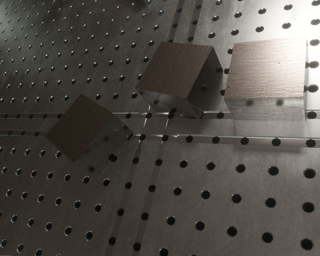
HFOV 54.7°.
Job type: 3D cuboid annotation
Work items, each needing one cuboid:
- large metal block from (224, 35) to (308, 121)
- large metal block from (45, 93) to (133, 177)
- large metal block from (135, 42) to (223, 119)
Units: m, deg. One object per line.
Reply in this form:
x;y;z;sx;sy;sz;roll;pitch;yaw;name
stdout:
0.126;-0.055;0.360;0.080;0.050;0.080;1;62;28;large metal block
-0.101;0.009;0.438;0.080;0.050;0.080;31;78;37;large metal block
0.027;-0.066;0.417;0.080;0.050;0.080;16;70;34;large metal block
